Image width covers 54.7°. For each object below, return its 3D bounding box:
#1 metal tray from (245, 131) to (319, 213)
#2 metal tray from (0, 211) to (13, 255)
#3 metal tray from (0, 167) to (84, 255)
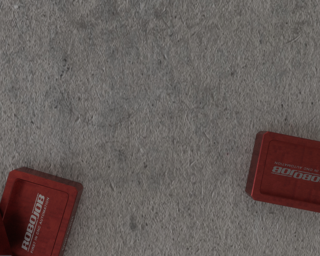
[{"bbox_3d":[0.188,0.059,0.408,0.131,0.030,0.089,11,90,0],"label":"metal tray"},{"bbox_3d":[-0.254,0.149,0.383,0.130,0.030,0.090,-24,80,12],"label":"metal tray"},{"bbox_3d":[-0.164,0.126,0.406,0.090,0.030,0.129,17,90,0],"label":"metal tray"}]
